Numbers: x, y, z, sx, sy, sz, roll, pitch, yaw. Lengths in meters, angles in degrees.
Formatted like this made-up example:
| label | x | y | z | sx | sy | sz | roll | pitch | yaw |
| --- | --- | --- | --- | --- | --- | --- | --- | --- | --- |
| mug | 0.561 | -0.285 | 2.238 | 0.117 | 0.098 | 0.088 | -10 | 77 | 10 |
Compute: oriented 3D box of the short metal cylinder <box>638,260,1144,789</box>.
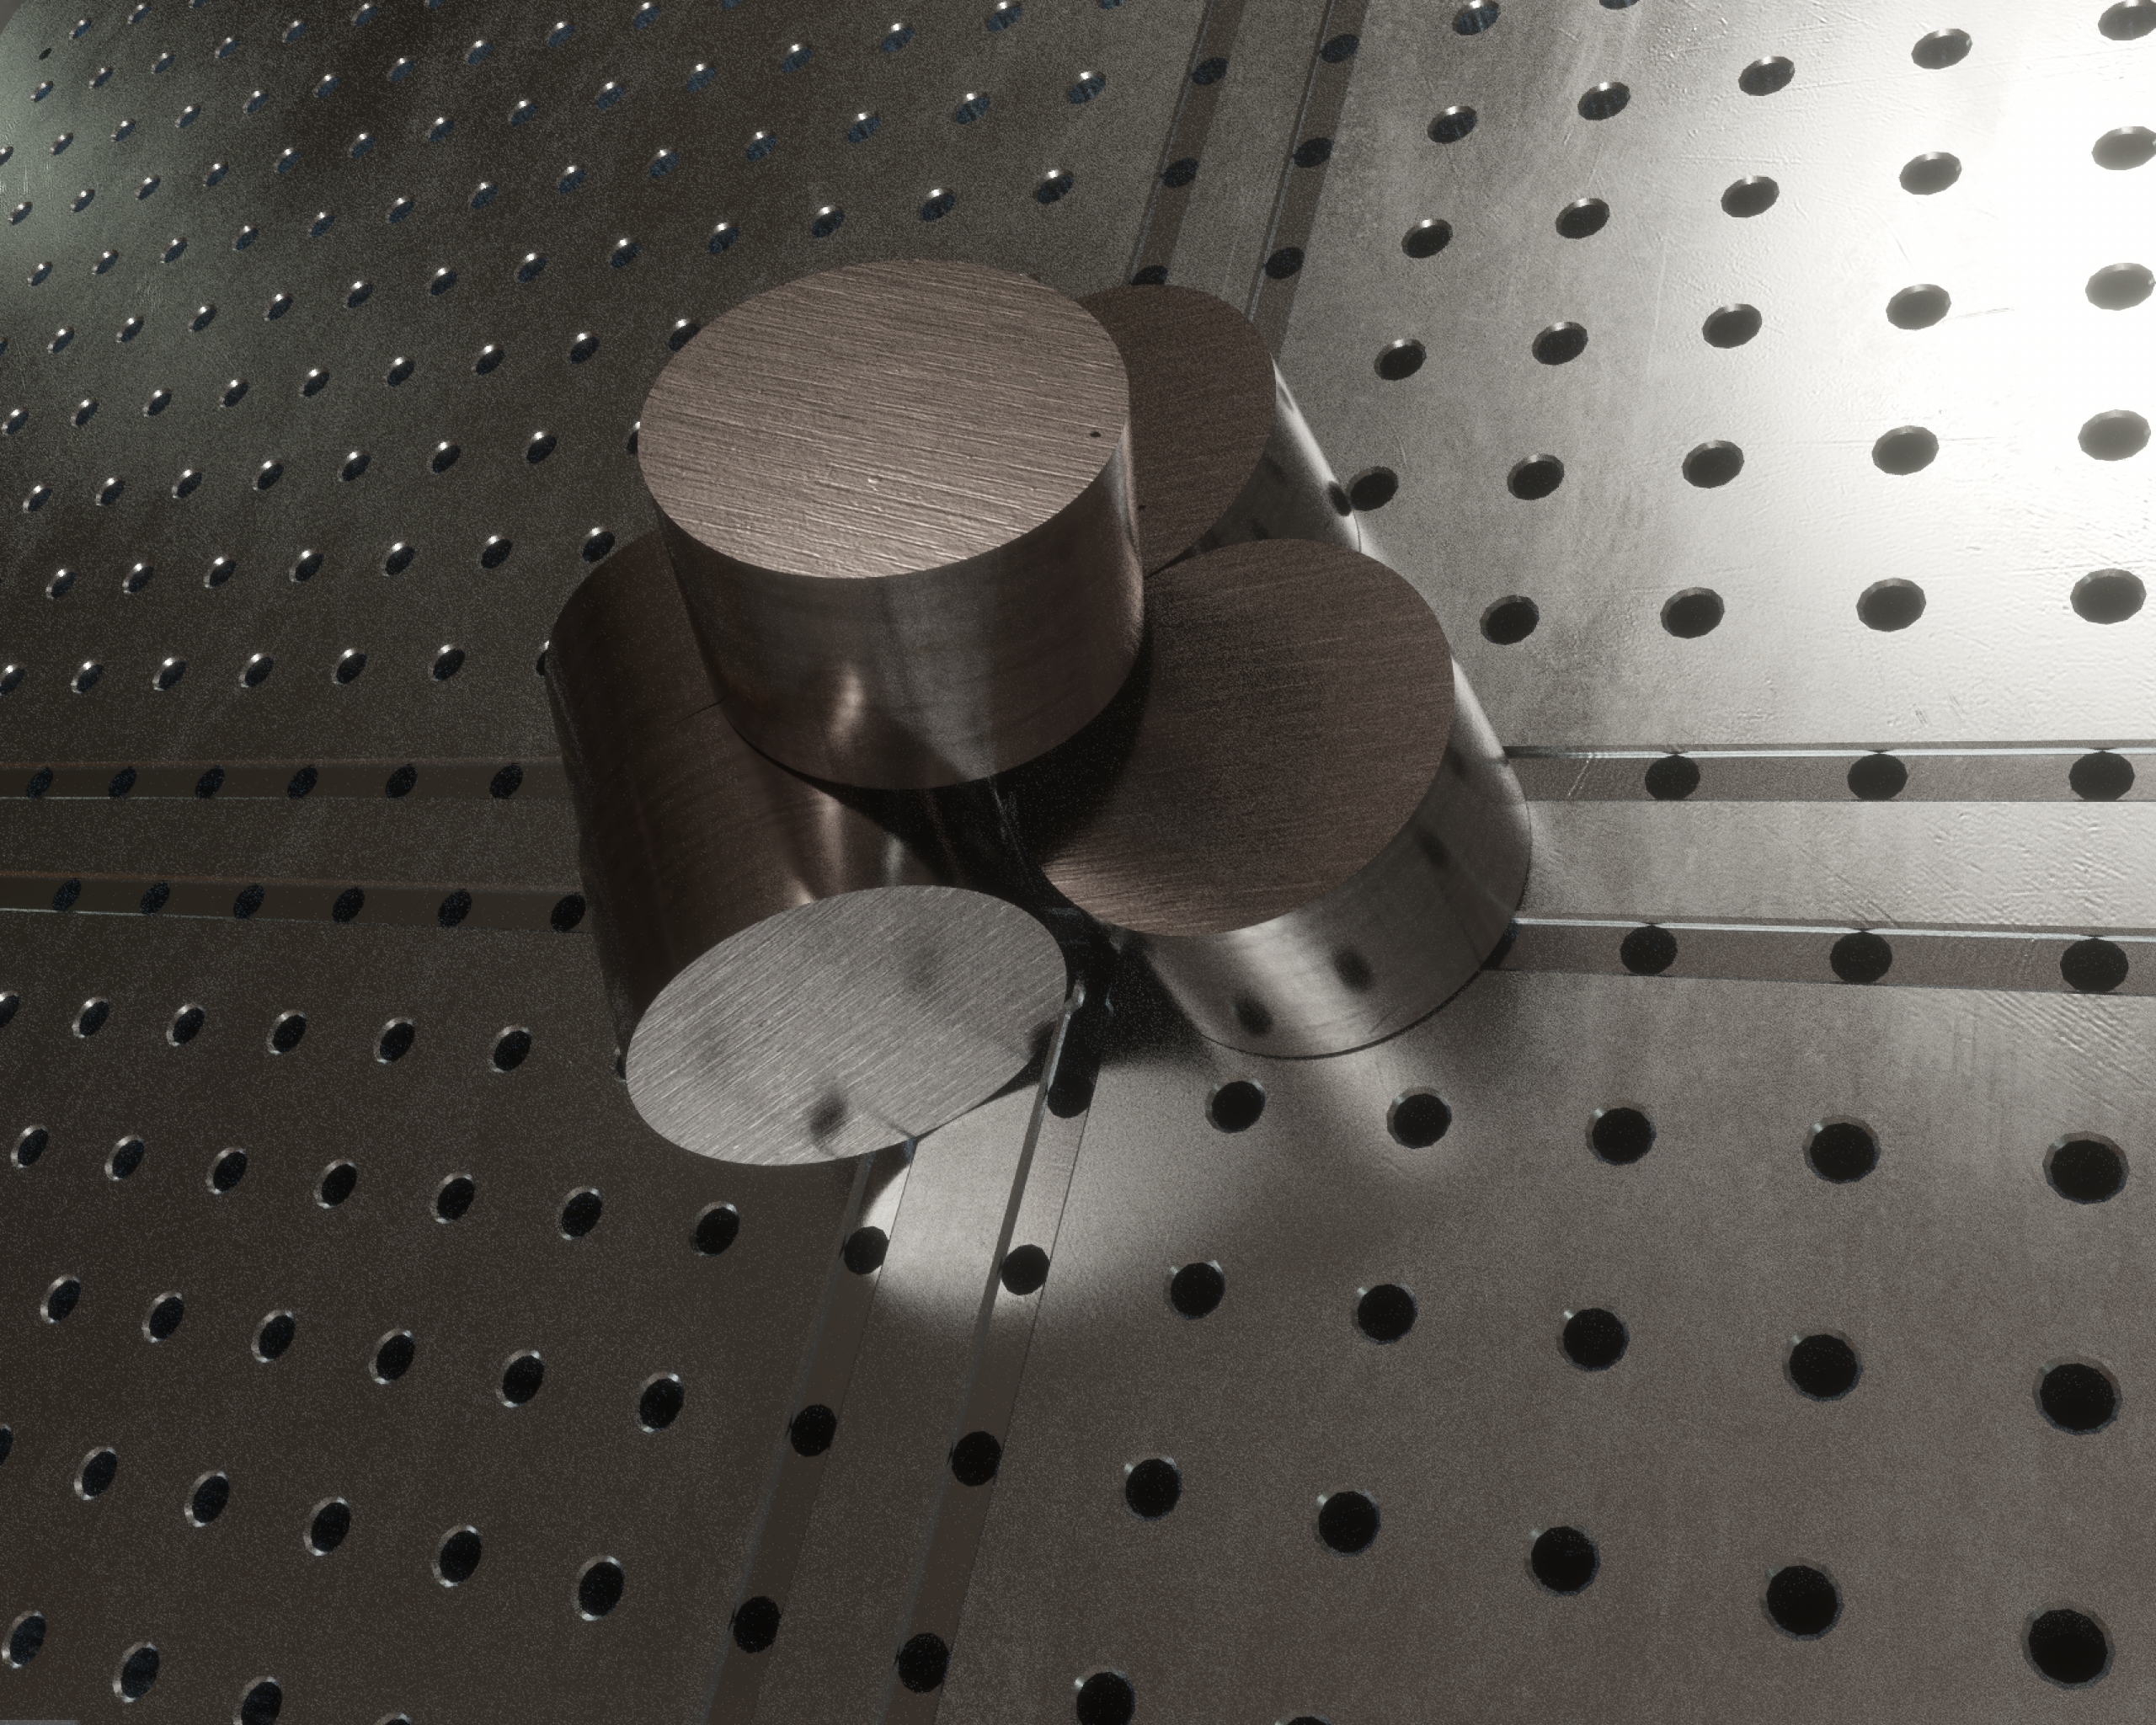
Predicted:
| label | x | y | z | sx | sy | sz | roll | pitch | yaw |
| --- | --- | --- | --- | --- | --- | --- | --- | --- | --- |
| short metal cylinder | -0.030 | -0.059 | 0.360 | 0.080 | 0.050 | 0.080 | -2 | 51 | 3 |

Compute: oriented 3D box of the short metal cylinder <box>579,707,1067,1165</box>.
| label | x | y | z | sx | sy | sz | roll | pitch | yaw |
| --- | --- | --- | --- | --- | --- | --- | --- | --- | --- |
| short metal cylinder | -0.048 | 0.013 | 0.389 | 0.080 | 0.080 | 0.050 | -30 | 52 | 9 |

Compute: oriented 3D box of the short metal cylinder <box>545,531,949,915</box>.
| label | x | y | z | sx | sy | sz | roll | pitch | yaw |
| --- | --- | --- | --- | --- | --- | --- | --- | --- | --- |
| short metal cylinder | -0.062 | -0.025 | 0.419 | 0.080 | 0.080 | 0.050 | -30 | 52 | 9 |

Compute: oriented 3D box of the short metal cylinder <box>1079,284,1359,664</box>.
| label | x | y | z | sx | sy | sz | roll | pitch | yaw |
| --- | --- | --- | --- | --- | --- | --- | --- | --- | --- |
| short metal cylinder | 0.011 | -0.071 | 0.427 | 0.080 | 0.050 | 0.080 | -13 | 56 | 20 |

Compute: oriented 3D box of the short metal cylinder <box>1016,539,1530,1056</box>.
| label | x | y | z | sx | sy | sz | roll | pitch | yaw |
| --- | --- | --- | --- | --- | --- | --- | --- | --- | --- |
| short metal cylinder | 0.036 | -0.011 | 0.378 | 0.080 | 0.050 | 0.080 | -13 | 56 | 20 |
